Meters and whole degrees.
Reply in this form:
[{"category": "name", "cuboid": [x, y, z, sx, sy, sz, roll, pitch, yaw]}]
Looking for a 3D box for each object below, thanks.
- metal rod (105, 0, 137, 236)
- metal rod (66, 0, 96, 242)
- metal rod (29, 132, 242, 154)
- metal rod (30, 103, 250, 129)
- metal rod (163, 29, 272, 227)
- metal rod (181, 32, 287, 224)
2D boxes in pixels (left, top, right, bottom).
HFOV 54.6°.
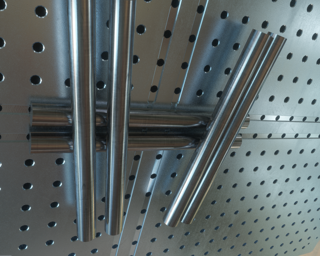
[{"category": "metal rod", "cuboid": [-0.049, 0.010, 0.358, 0.025, 0.025, 0.298, -8, 122, -24]}, {"category": "metal rod", "cuboid": [-0.083, 0.012, 0.341, 0.025, 0.025, 0.298, -8, 122, -24]}, {"category": "metal rod", "cuboid": [-0.012, 0.018, 0.416, 0.302, 0.025, 0.025, 1, 118, -29]}, {"category": "metal rod", "cuboid": [-0.004, -0.012, 0.401, 0.302, 0.025, 0.025, 1, 118, -29]}, {"category": "metal rod", "cuboid": [0.070, 0.014, 0.426, 0.025, 0.025, 0.298, 9, 114, -32]}, {"category": "metal rod", "cuboid": [0.093, 0.014, 0.438, 0.025, 0.025, 0.298, 9, 114, -32]}]
